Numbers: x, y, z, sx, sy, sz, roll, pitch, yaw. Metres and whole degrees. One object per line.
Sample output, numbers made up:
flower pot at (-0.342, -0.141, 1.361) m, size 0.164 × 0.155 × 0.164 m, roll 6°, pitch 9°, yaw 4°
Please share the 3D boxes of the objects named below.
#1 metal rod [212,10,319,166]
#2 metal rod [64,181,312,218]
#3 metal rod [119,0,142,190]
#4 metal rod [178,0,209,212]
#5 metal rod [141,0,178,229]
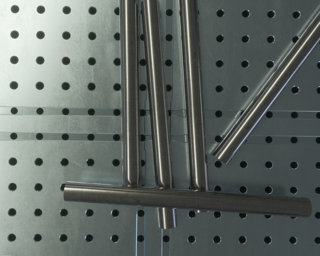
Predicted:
metal rod at (0.170, -0.077, 0.415) m, size 0.025 × 0.025 × 0.299 m, roll 37°, pitch 90°, yaw -1°
metal rod at (0.035, 0.089, 0.387) m, size 0.302 × 0.025 × 0.025 m, roll 4°, pitch 90°, yaw -1°
metal rod at (-0.040, -0.067, 0.412) m, size 0.025 × 0.025 × 0.298 m, roll -1°, pitch 90°, yaw -1°
metal rod at (0.046, -0.039, 0.413) m, size 0.025 × 0.025 × 0.298 m, roll -4°, pitch 90°, yaw -1°
metal rod at (-0.001, -0.018, 0.413) m, size 0.025 × 0.025 × 0.298 m, roll -5°, pitch 90°, yaw -1°
